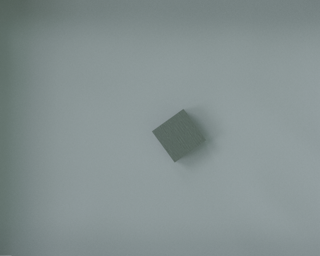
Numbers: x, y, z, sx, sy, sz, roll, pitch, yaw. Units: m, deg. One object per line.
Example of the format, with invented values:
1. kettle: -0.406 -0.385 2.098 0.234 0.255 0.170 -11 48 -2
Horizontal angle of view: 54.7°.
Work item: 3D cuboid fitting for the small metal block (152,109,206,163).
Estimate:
1. small metal block: 0.025 0.010 0.412 0.050 0.025 0.050 -36 90 0
